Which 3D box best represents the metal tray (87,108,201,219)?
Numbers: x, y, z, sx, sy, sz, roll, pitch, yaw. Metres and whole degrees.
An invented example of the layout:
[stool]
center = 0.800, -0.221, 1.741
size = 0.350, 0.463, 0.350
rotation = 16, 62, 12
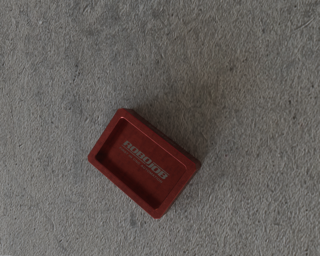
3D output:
[metal tray]
center = -0.023, 0.045, 0.415
size = 0.130, 0.030, 0.090
rotation = 38, 102, 15
